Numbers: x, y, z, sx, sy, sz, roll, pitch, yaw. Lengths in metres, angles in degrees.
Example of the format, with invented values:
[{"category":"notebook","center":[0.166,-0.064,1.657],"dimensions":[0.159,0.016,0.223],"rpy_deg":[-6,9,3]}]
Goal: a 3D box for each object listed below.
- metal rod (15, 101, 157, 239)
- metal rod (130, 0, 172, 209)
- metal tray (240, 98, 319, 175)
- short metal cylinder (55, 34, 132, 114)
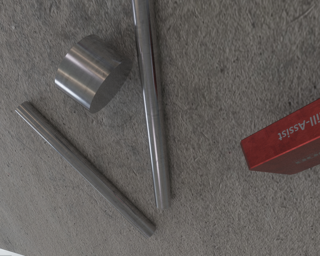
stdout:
[{"category":"metal rod","center":[-0.120,0.071,0.514],"dimensions":[0.300,0.025,0.025],"rpy_deg":[45,129,-4]},{"category":"metal rod","center":[-0.007,-0.013,0.402],"dimensions":[0.025,0.025,0.298],"rpy_deg":[9,122,23]},{"category":"metal tray","center":[0.154,0.004,0.288],"dimensions":[0.129,0.091,0.030],"rpy_deg":[-36,56,39]},{"category":"short metal cylinder","center":[-0.078,-0.064,0.373],"dimensions":[0.050,0.080,0.080],"rpy_deg":[37,129,3]}]
